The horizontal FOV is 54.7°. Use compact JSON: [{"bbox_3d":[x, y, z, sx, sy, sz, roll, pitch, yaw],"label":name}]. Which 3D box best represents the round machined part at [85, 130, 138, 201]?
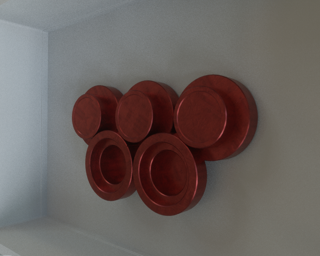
[{"bbox_3d":[-0.060,0.052,0.443,0.098,0.042,0.097,0,90,40],"label":"round machined part"}]

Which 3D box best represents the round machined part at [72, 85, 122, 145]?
[{"bbox_3d":[-0.097,-0.017,0.472,0.098,0.042,0.097,-1,88,39],"label":"round machined part"}]

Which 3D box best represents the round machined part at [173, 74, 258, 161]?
[{"bbox_3d":[0.054,-0.011,0.348,0.098,0.042,0.097,-1,89,40],"label":"round machined part"}]

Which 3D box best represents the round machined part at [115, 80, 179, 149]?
[{"bbox_3d":[-0.021,-0.015,0.411,0.098,0.042,0.097,-1,89,40],"label":"round machined part"}]

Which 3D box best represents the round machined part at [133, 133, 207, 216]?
[{"bbox_3d":[0.016,0.054,0.380,0.098,0.042,0.097,0,90,40],"label":"round machined part"}]
